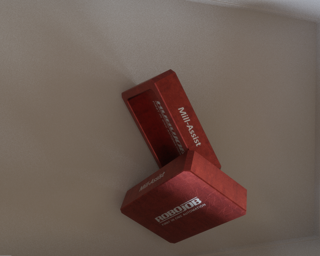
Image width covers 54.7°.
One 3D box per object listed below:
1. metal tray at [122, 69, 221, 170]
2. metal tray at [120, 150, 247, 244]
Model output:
[{"bbox_3d":[0.011,0.002,0.377,0.030,0.090,0.130,-32,101,-28],"label":"metal tray"},{"bbox_3d":[0.025,0.088,0.369,0.090,0.129,0.030,37,41,-17],"label":"metal tray"}]
